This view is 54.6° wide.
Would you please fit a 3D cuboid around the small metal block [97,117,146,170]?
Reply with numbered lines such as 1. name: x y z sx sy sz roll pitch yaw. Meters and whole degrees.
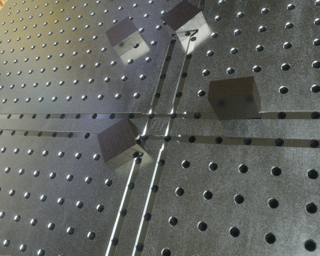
1. small metal block: -0.054 0.021 0.425 0.050 0.025 0.050 -31 52 8

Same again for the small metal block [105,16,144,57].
1. small metal block: -0.062 -0.160 0.540 0.050 0.025 0.050 -32 52 7

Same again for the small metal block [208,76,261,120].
1. small metal block: 0.089 -0.033 0.366 0.050 0.050 0.025 -3 60 27

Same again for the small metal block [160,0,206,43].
1. small metal block: 0.037 -0.172 0.495 0.050 0.025 0.050 -38 51 3
